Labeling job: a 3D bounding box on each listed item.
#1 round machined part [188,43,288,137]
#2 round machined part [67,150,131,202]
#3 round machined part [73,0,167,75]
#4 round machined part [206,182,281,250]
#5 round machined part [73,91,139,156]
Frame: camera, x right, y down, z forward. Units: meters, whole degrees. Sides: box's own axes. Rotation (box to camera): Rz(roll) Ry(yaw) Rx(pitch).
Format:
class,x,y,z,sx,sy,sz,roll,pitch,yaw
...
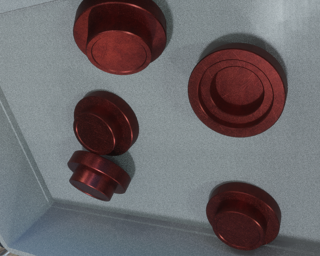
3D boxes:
class,x,y,z,sx,sy,sz,roll,pitch,yaw
round machined part,0.083,-0.042,0.328,0.098,0.042,0.097,13,124,21
round machined part,-0.098,0.078,0.473,0.098,0.042,0.098,20,153,11
round machined part,-0.042,-0.093,0.330,0.099,0.042,0.098,0,152,0
round machined part,0.109,0.125,0.417,0.098,0.042,0.097,13,124,21
round machined part,-0.083,0.000,0.442,0.098,0.042,0.097,13,124,21
